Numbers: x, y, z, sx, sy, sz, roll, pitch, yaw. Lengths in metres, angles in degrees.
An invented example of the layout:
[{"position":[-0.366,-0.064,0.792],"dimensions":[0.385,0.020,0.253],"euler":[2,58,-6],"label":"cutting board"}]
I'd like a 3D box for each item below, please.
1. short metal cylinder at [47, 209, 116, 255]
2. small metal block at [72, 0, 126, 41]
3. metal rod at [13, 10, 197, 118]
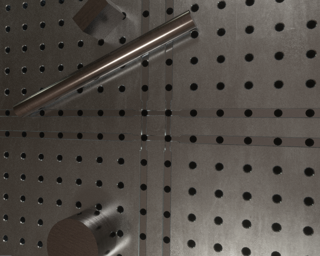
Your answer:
[{"position":[-0.109,0.161,0.436],"dimensions":[0.080,0.050,0.079],"euler":[0,90,19],"label":"short metal cylinder"},{"position":[-0.083,-0.153,0.427],"dimensions":[0.050,0.050,0.025],"euler":[-42,77,15],"label":"small metal block"},{"position":[-0.089,-0.084,0.442],"dimensions":[0.300,0.025,0.025],"euler":[-23,83,18],"label":"metal rod"}]
